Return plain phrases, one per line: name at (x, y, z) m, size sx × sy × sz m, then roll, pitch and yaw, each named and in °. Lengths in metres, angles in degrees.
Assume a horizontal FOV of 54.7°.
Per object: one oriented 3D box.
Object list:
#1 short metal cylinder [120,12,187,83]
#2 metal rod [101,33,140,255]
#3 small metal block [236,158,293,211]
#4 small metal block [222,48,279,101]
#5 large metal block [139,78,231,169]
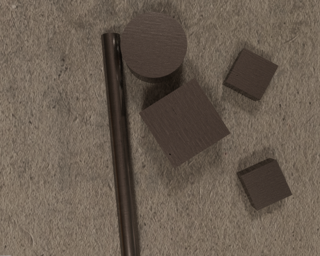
short metal cylinder at (-0.007, -0.100, 0.397) m, size 0.081 × 0.050 × 0.079 m, roll 0°, pitch 90°, yaw -1°
metal rod at (-0.052, 0.026, 0.409) m, size 0.025 × 0.025 × 0.298 m, roll -5°, pitch 90°, yaw -1°
small metal block at (0.138, 0.074, 0.412) m, size 0.050 × 0.025 × 0.050 m, roll -24°, pitch 90°, yaw -1°
small metal block at (0.119, -0.070, 0.412) m, size 0.050 × 0.025 × 0.050 m, roll 28°, pitch 90°, yaw -1°
large metal block at (0.030, -0.006, 0.398) m, size 0.080 × 0.050 × 0.080 m, roll -32°, pitch 90°, yaw 0°
